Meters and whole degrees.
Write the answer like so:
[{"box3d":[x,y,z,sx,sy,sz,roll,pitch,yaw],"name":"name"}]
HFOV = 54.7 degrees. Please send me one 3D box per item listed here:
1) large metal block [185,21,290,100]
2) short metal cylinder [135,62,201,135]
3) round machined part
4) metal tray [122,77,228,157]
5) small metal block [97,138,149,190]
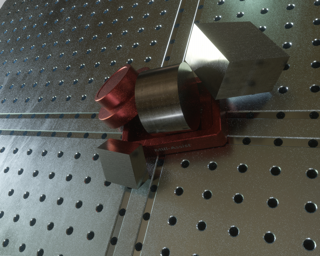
[{"box3d":[0.087,-0.083,0.367,0.081,0.050,0.080,-10,49,-22],"name":"large metal block"},{"box3d":[0.012,-0.033,0.366,0.050,0.080,0.080,-8,58,23],"name":"short metal cylinder"},{"box3d":[-0.051,-0.049,0.425,0.098,0.042,0.098,-36,26,21],"name":"round machined part"},{"box3d":[0.017,-0.014,0.402,0.130,0.030,0.090,-10,57,22],"name":"metal tray"},{"box3d":[-0.045,0.043,0.381,0.050,0.050,0.025,8,31,32],"name":"small metal block"}]
